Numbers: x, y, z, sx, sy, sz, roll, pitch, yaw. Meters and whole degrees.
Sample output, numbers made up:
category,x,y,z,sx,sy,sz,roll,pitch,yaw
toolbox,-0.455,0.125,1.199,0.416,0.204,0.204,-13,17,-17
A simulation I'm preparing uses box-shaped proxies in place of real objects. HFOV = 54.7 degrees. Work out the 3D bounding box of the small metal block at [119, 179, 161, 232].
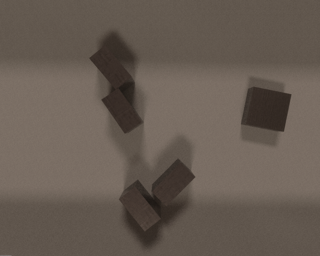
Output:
category,x,y,z,sx,sy,sz,roll,pitch,yaw
small metal block,-0.024,0.098,0.399,0.025,0.050,0.050,-39,91,0

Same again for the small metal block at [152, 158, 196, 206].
category,x,y,z,sx,sy,sz,roll,pitch,yaw
small metal block,0.016,0.068,0.399,0.025,0.050,0.050,45,90,-1

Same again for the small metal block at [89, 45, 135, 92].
category,x,y,z,sx,sy,sz,roll,pitch,yaw
small metal block,-0.060,-0.073,0.398,0.025,0.050,0.050,-40,90,0

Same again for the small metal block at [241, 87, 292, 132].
category,x,y,z,sx,sy,sz,roll,pitch,yaw
small metal block,0.141,-0.024,0.413,0.050,0.025,0.050,11,90,-1

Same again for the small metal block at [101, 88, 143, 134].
category,x,y,z,sx,sy,sz,roll,pitch,yaw
small metal block,-0.046,-0.021,0.398,0.025,0.050,0.050,-34,91,0
